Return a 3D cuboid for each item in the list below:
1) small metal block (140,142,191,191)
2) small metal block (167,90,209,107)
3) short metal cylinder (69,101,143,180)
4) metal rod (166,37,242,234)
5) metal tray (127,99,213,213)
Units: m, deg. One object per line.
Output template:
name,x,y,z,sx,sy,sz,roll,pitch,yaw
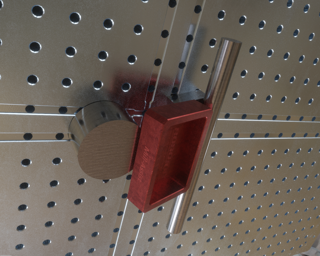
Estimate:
small metal block,0.009,0.057,0.452,0.050,0.025,0.050,-43,130,1
small metal block,0.037,-0.020,0.421,0.050,0.025,0.050,-14,125,-21
short metal cylinder,-0.063,0.014,0.370,0.081,0.050,0.079,-14,125,-21
metal rod,0.053,0.028,0.426,0.025,0.025,0.298,-1,119,-28
metal tray,0.012,0.034,0.386,0.091,0.030,0.129,-15,127,-44
